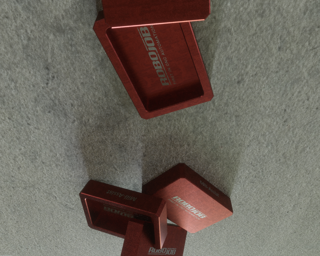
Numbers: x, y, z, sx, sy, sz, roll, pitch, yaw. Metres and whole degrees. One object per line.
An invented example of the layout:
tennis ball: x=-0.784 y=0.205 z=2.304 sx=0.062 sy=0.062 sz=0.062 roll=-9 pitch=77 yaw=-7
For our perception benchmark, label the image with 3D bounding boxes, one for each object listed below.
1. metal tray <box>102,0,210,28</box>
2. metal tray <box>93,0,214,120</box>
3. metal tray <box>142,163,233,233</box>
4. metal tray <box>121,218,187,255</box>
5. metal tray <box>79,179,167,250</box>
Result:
metal tray: x=-0.007 y=-0.153 z=0.252 sx=0.091 sy=0.030 sz=0.129 roll=-4 pitch=115 yaw=3
metal tray: x=-0.002 y=-0.076 z=0.339 sx=0.090 sy=0.030 sz=0.130 roll=-16 pitch=129 yaw=13
metal tray: x=0.045 y=0.119 z=0.506 sx=0.090 sy=0.030 sz=0.130 roll=-36 pitch=122 yaw=26
metal tray: x=-0.008 y=0.201 z=0.507 sx=0.030 sy=0.090 sz=0.130 roll=1 pitch=162 yaw=38
metal tray: x=-0.056 y=0.136 z=0.485 sx=0.130 sy=0.030 sz=0.089 roll=11 pitch=129 yaw=17
